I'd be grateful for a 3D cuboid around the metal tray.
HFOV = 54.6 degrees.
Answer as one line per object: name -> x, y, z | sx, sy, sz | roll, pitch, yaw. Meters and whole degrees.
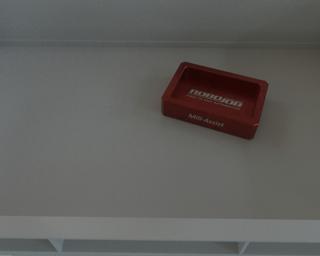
metal tray -> 0.077, -0.042, 0.437 | 0.130, 0.030, 0.090 | 17, 52, 13
